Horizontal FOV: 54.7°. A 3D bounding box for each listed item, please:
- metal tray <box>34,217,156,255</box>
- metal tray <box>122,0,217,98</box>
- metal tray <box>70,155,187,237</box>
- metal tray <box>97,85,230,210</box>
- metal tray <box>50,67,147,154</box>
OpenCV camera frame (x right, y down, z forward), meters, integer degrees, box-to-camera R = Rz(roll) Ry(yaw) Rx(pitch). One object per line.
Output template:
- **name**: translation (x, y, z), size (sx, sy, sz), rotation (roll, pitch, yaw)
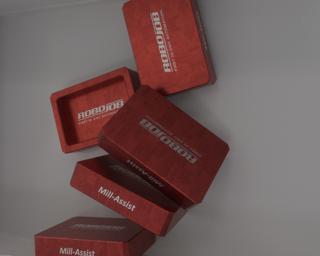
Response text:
- **metal tray**: translation (-0.082, 0.145, 0.404), size (0.130, 0.090, 0.030), rotation (-4, 89, 20)
- **metal tray**: translation (0.011, -0.107, 0.393), size (0.090, 0.030, 0.129), rotation (-14, 90, 26)
- **metal tray**: translation (-0.032, 0.076, 0.386), size (0.130, 0.090, 0.030), rotation (24, 100, 18)
- **metal tray**: translation (0.006, 0.019, 0.359), size (0.130, 0.090, 0.030), rotation (37, 145, 1)
- **metal tray**: translation (-0.086, -0.022, 0.437), size (0.130, 0.030, 0.090), rotation (-16, 85, 19)
